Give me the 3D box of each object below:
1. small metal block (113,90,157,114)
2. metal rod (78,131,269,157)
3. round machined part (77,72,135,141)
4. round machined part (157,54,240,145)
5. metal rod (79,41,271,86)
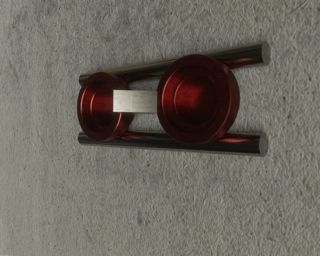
[{"bbox_3d":[-0.031,-0.031,0.382,0.050,0.050,0.025,178,93,-83],"label":"small metal block"},{"bbox_3d":[-0.009,0.017,0.413,0.300,0.025,0.025,0,90,40],"label":"metal rod"},{"bbox_3d":[-0.074,-0.030,0.451,0.098,0.042,0.097,0,90,40],"label":"round machined part"},{"bbox_3d":[0.046,-0.031,0.351,0.098,0.042,0.097,0,90,40],"label":"round machined part"},{"bbox_3d":[-0.007,-0.077,0.412,0.300,0.025,0.025,0,90,40],"label":"metal rod"}]
